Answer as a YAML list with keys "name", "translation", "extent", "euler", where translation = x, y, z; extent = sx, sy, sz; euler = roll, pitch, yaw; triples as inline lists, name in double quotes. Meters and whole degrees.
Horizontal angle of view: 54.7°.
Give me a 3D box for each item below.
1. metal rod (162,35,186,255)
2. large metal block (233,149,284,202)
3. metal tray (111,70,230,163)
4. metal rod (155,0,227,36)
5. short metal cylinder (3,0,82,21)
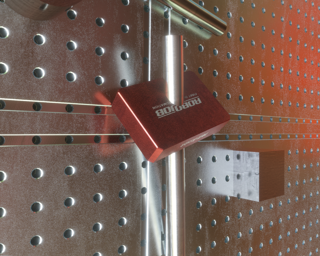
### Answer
- name: "metal rod"
  translation: [0.020, 0.035, 0.403]
  extent: [0.025, 0.025, 0.298]
  euler: [-11, 105, -40]
- name: "large metal block"
  translation: [0.174, 0.079, 0.542]
  extent: [0.081, 0.050, 0.079]
  euler: [0, 90, -40]
- name: "metal tray"
  translation: [0.017, -0.020, 0.391]
  extent: [0.131, 0.030, 0.090]
  euler: [-22, 68, -38]
- name: "metal rod"
  translation: [-0.017, -0.185, 0.395]
  extent: [0.302, 0.025, 0.025]
  euler: [14, 81, -39]
- name: "short metal cylinder"
  translation: [-0.113, -0.151, 0.298]
  extent: [0.081, 0.050, 0.079]
  euler: [0, 90, -40]
